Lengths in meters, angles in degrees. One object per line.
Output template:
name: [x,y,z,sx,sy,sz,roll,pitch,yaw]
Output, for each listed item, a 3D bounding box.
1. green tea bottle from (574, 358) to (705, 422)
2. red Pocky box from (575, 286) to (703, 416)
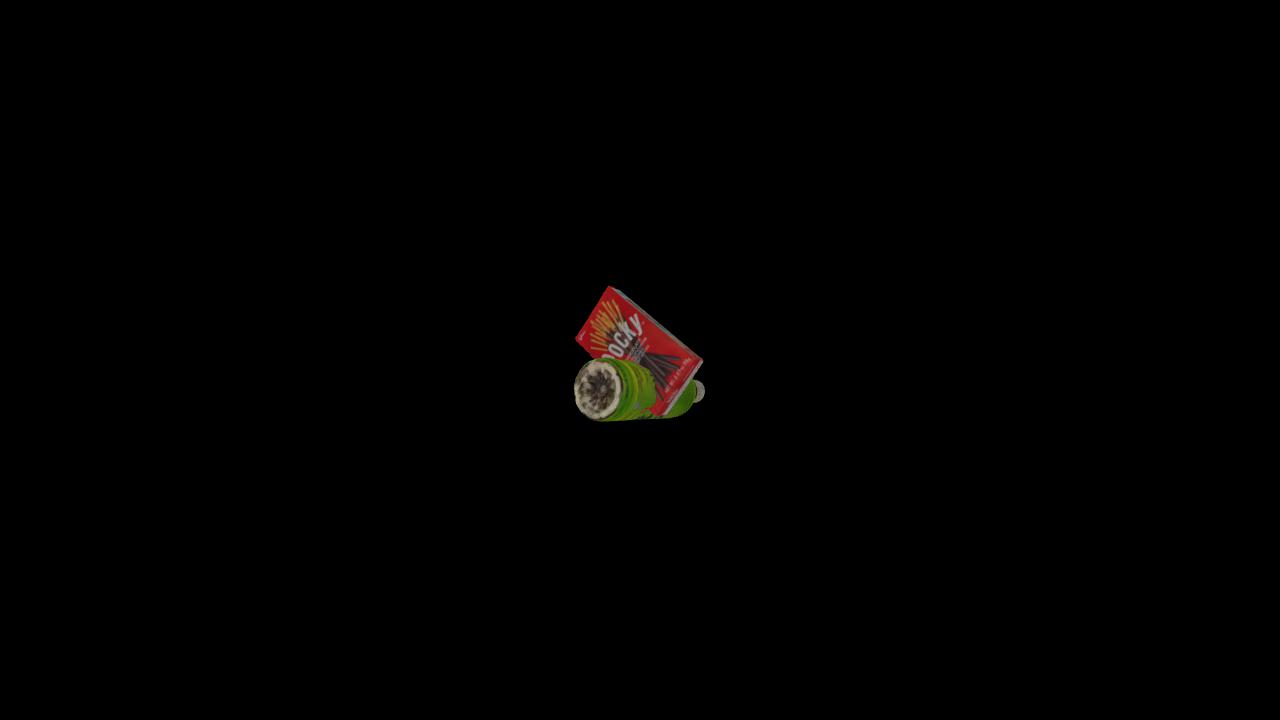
green tea bottle: [0.013,0.036,0.736,0.073,0.073,0.212,0,-1,34]
red Pocky box: [-0.005,-0.012,0.721,0.155,0.083,0.028,42,18,30]
